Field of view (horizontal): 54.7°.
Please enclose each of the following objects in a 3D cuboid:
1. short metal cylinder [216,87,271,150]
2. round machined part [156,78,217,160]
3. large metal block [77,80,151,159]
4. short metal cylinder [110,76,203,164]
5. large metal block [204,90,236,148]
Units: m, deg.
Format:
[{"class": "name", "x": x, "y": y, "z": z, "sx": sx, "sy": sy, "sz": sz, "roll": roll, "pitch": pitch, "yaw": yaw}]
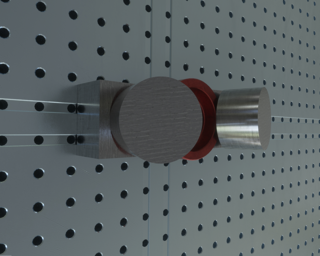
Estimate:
[{"class": "short metal cylinder", "x": 0.111, "y": -0.012, "z": 0.404, "sx": 0.080, "sy": 0.050, "sz": 0.080, "roll": 1, "pitch": 89, "yaw": -60}, {"class": "round machined part", "x": 0.028, "y": -0.011, "z": 0.383, "sx": 0.099, "sy": 0.042, "sz": 0.097, "roll": 0, "pitch": 90, "yaw": -40}, {"class": "large metal block", "x": -0.046, "y": -0.008, "z": 0.354, "sx": 0.081, "sy": 0.050, "sz": 0.080, "roll": 1, "pitch": 90, "yaw": -40}, {"class": "short metal cylinder", "x": -0.006, "y": -0.008, "z": 0.306, "sx": 0.081, "sy": 0.050, "sz": 0.079, "roll": 0, "pitch": 91, "yaw": -19}, {"class": "large metal block", "x": 0.070, "y": -0.013, "z": 0.451, "sx": 0.081, "sy": 0.050, "sz": 0.080, "roll": -1, "pitch": 91, "yaw": -40}]
